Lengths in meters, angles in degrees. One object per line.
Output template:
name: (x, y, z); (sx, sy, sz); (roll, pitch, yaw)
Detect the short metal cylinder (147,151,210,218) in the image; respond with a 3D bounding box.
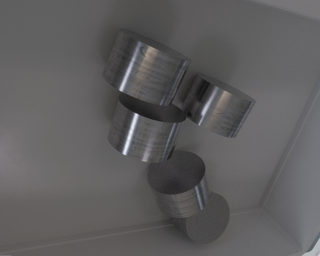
short metal cylinder: (0.027, 0.078, 0.436); (0.080, 0.080, 0.050); (-26, 128, -13)

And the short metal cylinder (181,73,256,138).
short metal cylinder: (0.073, -0.030, 0.394); (0.081, 0.080, 0.050); (13, 112, -34)

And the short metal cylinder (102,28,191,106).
short metal cylinder: (-0.014, -0.064, 0.325); (0.081, 0.080, 0.050); (12, 112, -34)

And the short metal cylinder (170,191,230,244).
short metal cylinder: (0.063, 0.135, 0.493); (0.081, 0.050, 0.079); (-3, 97, -26)

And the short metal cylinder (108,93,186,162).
short metal cylinder: (-0.016, -0.003, 0.363); (0.081, 0.080, 0.050); (5, 116, -31)
